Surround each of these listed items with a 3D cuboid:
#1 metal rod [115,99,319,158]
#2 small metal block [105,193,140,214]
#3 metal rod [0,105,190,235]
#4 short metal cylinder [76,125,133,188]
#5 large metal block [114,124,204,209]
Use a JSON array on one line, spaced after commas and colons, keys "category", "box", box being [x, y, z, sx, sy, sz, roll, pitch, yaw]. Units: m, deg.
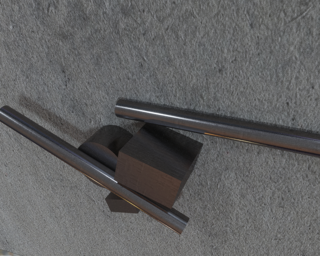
[{"category": "metal rod", "box": [0.083, 0.002, 0.362, 0.301, 0.025, 0.025, 12, 123, 21]}, {"category": "small metal block", "box": [-0.047, 0.104, 0.478, 0.050, 0.050, 0.025, -5, 116, 30]}, {"category": "metal rod", "box": [-0.097, 0.053, 0.423, 0.301, 0.025, 0.025, 30, 128, 8]}, {"category": "short metal cylinder", "box": [-0.074, 0.042, 0.454, 0.080, 0.050, 0.079, 13, 124, 20]}, {"category": "large metal block", "box": [-0.001, 0.043, 0.397, 0.080, 0.080, 0.050, 24, 127, 13]}]
